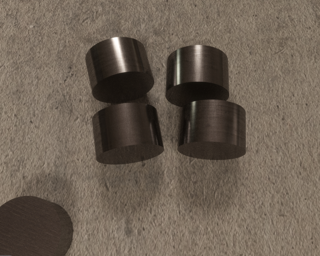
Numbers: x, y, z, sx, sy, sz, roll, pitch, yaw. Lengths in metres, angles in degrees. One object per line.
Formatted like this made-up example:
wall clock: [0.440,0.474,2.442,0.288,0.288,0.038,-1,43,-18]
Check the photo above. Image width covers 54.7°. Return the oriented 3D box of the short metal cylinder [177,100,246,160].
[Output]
short metal cylinder: [0.063,0.005,0.378,0.080,0.080,0.050,5,70,1]

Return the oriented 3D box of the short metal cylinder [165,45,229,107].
short metal cylinder: [0.048,-0.063,0.403,0.081,0.080,0.050,2,70,0]

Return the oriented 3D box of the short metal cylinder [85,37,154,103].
short metal cylinder: [-0.053,-0.073,0.405,0.081,0.080,0.050,-14,71,-5]

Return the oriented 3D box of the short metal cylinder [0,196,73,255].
short metal cylinder: [-0.145,0.120,0.349,0.081,0.050,0.080,0,70,0]

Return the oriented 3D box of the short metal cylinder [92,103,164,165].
short metal cylinder: [-0.039,0.009,0.375,0.081,0.080,0.050,-9,71,-4]
